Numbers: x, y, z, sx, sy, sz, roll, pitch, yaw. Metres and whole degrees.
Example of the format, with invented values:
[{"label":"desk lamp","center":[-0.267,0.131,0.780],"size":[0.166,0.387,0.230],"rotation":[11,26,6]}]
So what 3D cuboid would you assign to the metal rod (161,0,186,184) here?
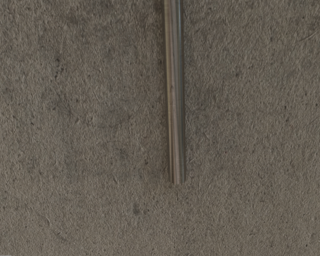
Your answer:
[{"label":"metal rod","center":[0.018,-0.068,0.384],"size":[0.025,0.025,0.298],"rotation":[-2,110,1]}]
